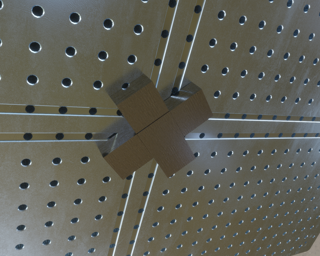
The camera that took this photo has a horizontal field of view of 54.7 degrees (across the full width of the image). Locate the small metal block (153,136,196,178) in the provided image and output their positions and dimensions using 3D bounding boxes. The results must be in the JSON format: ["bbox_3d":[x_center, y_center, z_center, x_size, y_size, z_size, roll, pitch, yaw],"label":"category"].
[{"bbox_3d":[0.017,0.036,0.444,0.050,0.025,0.050,-35,129,-5],"label":"small metal block"}]

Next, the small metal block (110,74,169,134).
[{"bbox_3d":[-0.024,-0.029,0.381,0.050,0.025,0.050,-35,129,-5],"label":"small metal block"}]

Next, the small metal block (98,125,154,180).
[{"bbox_3d":[-0.045,0.033,0.408,0.050,0.025,0.050,-36,129,-5],"label":"small metal block"}]

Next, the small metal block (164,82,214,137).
[{"bbox_3d":[0.038,-0.025,0.417,0.050,0.025,0.050,-36,129,-5],"label":"small metal block"}]

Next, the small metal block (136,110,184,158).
[{"bbox_3d":[-0.003,0.004,0.412,0.050,0.025,0.050,-36,129,-5],"label":"small metal block"}]
